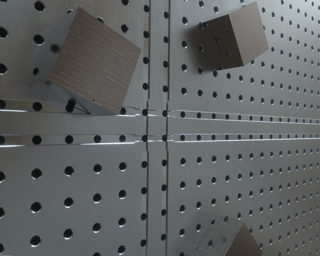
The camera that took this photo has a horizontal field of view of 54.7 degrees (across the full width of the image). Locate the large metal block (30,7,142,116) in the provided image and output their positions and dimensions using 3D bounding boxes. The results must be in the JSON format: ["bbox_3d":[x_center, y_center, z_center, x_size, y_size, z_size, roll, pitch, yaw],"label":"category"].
[{"bbox_3d":[-0.077,-0.065,0.330,0.080,0.050,0.080,27,73,-37],"label":"large metal block"}]

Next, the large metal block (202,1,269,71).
[{"bbox_3d":[0.124,-0.148,0.499,0.081,0.050,0.080,-35,112,-35],"label":"large metal block"}]

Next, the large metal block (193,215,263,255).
[{"bbox_3d":[0.108,0.199,0.487,0.080,0.050,0.080,-49,119,-29],"label":"large metal block"}]
